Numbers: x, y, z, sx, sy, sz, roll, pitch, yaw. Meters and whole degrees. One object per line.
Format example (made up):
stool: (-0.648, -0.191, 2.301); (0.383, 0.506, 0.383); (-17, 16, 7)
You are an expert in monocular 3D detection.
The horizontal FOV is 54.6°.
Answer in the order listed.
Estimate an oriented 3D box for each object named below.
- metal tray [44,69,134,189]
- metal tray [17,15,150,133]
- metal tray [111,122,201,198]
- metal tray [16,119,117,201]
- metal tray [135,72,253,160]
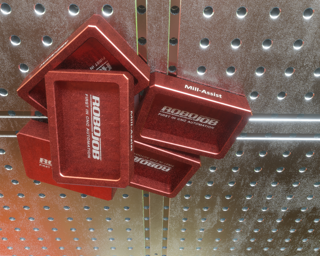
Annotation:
metal tray: (-0.077, 0.001, 0.352); (0.090, 0.030, 0.129); (3, 106, 6)
metal tray: (-0.087, -0.054, 0.360); (0.130, 0.030, 0.090); (-32, 123, 24)
metal tray: (-0.018, 0.050, 0.449); (0.131, 0.030, 0.089); (20, 128, -16)
metal tray: (-0.121, 0.045, 0.423); (0.131, 0.030, 0.089); (14, 131, 6)
metal tray: (0.038, -0.012, 0.397); (0.131, 0.030, 0.089); (14, 129, -12)
